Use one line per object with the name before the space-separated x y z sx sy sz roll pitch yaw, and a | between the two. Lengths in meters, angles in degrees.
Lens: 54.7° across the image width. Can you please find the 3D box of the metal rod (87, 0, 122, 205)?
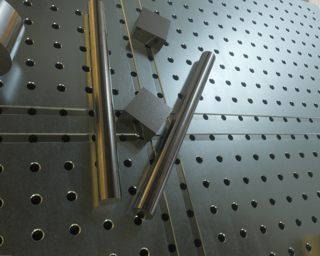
metal rod | -0.075 -0.053 0.399 0.025 0.025 0.299 5 60 -26

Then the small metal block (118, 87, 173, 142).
small metal block | -0.019 -0.018 0.409 0.050 0.025 0.050 37 51 -3

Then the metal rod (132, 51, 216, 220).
metal rod | 0.031 -0.013 0.432 0.025 0.025 0.301 32 52 -8

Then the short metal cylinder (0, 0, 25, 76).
short metal cylinder | -0.193 -0.099 0.329 0.081 0.080 0.050 15 56 -20

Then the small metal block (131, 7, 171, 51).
small metal block | -0.014 -0.159 0.498 0.050 0.025 0.050 22 54 -15
